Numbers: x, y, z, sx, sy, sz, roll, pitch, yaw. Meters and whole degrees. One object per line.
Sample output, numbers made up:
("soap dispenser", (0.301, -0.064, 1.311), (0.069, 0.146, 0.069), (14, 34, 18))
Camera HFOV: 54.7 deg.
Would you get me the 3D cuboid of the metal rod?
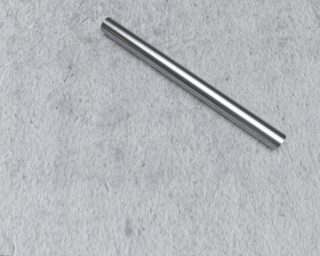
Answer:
("metal rod", (0.038, -0.068, 0.433), (0.300, 0.025, 0.025), (36, 74, 12))
